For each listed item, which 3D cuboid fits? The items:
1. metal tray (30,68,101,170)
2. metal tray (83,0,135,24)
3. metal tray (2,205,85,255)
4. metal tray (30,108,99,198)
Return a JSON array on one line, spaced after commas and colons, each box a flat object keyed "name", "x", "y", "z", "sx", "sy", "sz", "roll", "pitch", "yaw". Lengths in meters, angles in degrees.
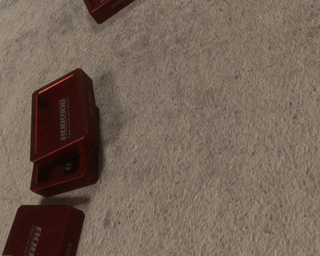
[{"name": "metal tray", "x": -0.137, "y": -0.016, "z": 0.440, "sx": 0.090, "sy": 0.030, "sz": 0.130, "roll": -25, "pitch": 53, "yaw": 12}, {"name": "metal tray", "x": -0.087, "y": -0.272, "z": 0.610, "sx": 0.130, "sy": 0.030, "sz": 0.090, "roll": -32, "pitch": 52, "yaw": 6}, {"name": "metal tray", "x": -0.151, "y": 0.162, "z": 0.378, "sx": 0.090, "sy": 0.030, "sz": 0.130, "roll": -6, "pitch": 59, "yaw": 24}, {"name": "metal tray", "x": -0.136, "y": 0.027, "z": 0.453, "sx": 0.090, "sy": 0.030, "sz": 0.130, "roll": -18, "pitch": 55, "yaw": 17}]
